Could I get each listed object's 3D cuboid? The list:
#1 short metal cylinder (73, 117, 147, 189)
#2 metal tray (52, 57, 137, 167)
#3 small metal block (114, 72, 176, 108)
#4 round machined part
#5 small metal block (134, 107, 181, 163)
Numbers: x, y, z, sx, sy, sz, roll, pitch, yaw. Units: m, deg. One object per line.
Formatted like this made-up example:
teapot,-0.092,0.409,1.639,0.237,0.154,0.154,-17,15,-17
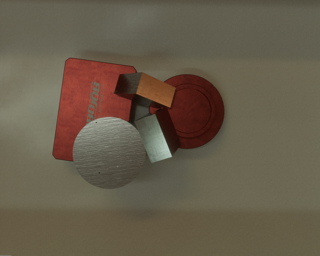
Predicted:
short metal cylinder,-0.056,0.027,0.367,0.081,0.050,0.079,0,90,-1
metal tray,-0.083,-0.020,0.404,0.091,0.030,0.129,8,90,-1
small metal block,-0.019,-0.045,0.372,0.050,0.050,0.025,19,83,-37
round machined part,0.035,-0.021,0.401,0.099,0.042,0.097,0,90,-1
small metal block,-0.001,0.006,0.358,0.025,0.050,0.050,-19,97,18
